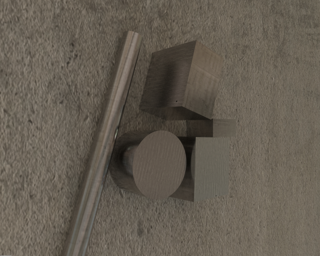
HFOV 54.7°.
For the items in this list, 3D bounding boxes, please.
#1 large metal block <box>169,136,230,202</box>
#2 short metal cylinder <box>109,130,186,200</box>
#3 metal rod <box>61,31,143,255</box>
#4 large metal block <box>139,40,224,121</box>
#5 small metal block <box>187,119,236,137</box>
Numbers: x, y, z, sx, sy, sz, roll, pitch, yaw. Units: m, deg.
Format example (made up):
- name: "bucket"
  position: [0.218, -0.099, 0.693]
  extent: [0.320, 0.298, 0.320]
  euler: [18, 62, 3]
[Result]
- name: "large metal block"
  position: [0.052, 0.052, 0.426]
  extent: [0.081, 0.050, 0.080]
  euler: [3, 88, -47]
- name: "short metal cylinder"
  position: [-0.014, 0.042, 0.376]
  extent: [0.081, 0.050, 0.080]
  euler: [0, 91, -40]
- name: "metal rod"
  position: [-0.067, 0.031, 0.348]
  extent: [0.025, 0.025, 0.299]
  euler: [22, 76, -38]
- name: "large metal block"
  position: [0.026, -0.055, 0.390]
  extent: [0.050, 0.080, 0.080]
  euler: [21, 77, -38]
- name: "small metal block"
  position: [0.074, 0.000, 0.451]
  extent: [0.050, 0.050, 0.025]
  euler: [0, 90, -40]
